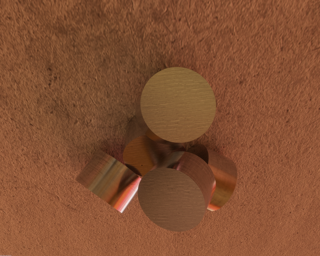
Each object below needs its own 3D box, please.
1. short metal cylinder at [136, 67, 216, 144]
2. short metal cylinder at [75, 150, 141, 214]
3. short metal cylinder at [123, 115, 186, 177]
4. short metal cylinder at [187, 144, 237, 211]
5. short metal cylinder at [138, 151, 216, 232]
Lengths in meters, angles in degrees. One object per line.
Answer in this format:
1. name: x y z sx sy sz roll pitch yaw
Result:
1. short metal cylinder: 0.015 -0.022 0.346 0.081 0.080 0.050 10 173 -9
2. short metal cylinder: -0.069 0.074 0.427 0.080 0.050 0.080 33 164 11
3. short metal cylinder: -0.007 0.021 0.410 0.081 0.050 0.079 -1 130 0
4. short metal cylinder: 0.060 0.069 0.431 0.050 0.080 0.080 28 125 -22
5. short metal cylinder: 0.021 0.074 0.367 0.080 0.050 0.079 7 110 21
